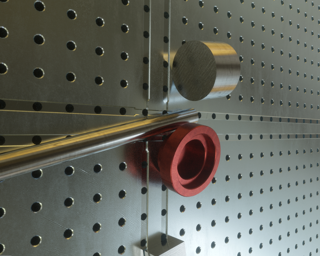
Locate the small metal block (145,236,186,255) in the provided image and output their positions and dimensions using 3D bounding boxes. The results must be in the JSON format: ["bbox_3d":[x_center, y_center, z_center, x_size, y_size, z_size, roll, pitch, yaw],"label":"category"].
[{"bbox_3d":[0.010,0.184,0.420,0.050,0.025,0.050,-12,98,-40],"label":"small metal block"}]

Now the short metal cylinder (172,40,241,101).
[{"bbox_3d":[0.063,-0.079,0.428,0.050,0.080,0.079,-11,98,-40],"label":"short metal cylinder"}]

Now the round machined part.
[{"bbox_3d":[0.035,0.040,0.422,0.099,0.042,0.097,-14,111,-40],"label":"round machined part"}]

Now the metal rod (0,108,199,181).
[{"bbox_3d":[-0.066,0.014,0.354,0.302,0.025,0.025,-15,100,-39],"label":"metal rod"}]
